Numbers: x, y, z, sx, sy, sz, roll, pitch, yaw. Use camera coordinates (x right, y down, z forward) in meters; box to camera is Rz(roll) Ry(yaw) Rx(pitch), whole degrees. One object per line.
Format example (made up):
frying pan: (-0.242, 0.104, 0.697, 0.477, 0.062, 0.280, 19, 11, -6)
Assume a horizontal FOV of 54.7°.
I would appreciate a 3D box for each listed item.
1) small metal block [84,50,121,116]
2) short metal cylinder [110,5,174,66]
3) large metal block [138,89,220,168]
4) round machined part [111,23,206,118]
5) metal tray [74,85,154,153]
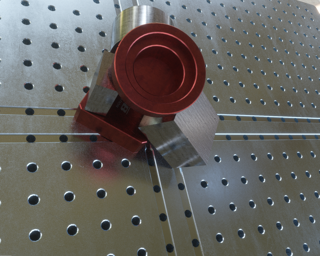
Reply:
small metal block: (-0.062, -0.050, 0.350, 0.025, 0.050, 0.050, 18, 55, -19)
short metal cylinder: (-0.021, -0.103, 0.387, 0.081, 0.080, 0.050, 13, 57, -22)
large metal block: (0.028, -0.007, 0.390, 0.080, 0.050, 0.080, 52, 44, -32)
round machined part: (-0.004, -0.059, 0.337, 0.099, 0.042, 0.097, 3, 81, -17)
metal tray: (-0.041, -0.042, 0.410, 0.090, 0.030, 0.130, 30, 52, -9)
